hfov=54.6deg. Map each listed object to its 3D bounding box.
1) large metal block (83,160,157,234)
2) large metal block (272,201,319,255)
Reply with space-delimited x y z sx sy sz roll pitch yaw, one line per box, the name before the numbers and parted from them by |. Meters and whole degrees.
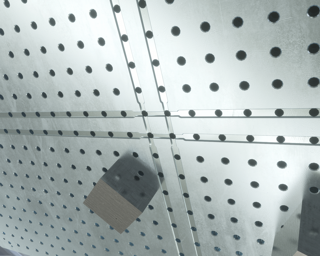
large metal block | -0.065 0.112 0.499 0.080 0.050 0.080 39 129 1
large metal block | 0.176 0.152 0.377 0.050 0.080 0.079 25 127 13
